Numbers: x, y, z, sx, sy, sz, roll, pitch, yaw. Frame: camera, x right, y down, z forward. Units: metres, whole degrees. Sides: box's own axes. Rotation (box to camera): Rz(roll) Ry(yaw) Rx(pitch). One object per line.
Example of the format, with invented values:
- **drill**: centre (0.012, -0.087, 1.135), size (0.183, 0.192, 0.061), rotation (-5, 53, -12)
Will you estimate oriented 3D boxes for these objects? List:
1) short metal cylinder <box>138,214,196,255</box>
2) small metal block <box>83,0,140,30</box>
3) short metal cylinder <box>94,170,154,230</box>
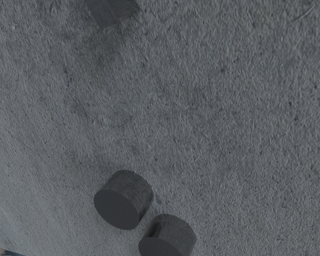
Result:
- **short metal cylinder**: centre (0.012, 0.187, 0.500), size (0.080, 0.050, 0.079), rotation (13, 124, 21)
- **small metal block**: centre (-0.055, -0.140, 0.333), size (0.025, 0.050, 0.050), rotation (-20, 108, 35)
- **short metal cylinder**: centre (-0.057, 0.114, 0.491), size (0.080, 0.050, 0.079), rotation (13, 124, 21)
